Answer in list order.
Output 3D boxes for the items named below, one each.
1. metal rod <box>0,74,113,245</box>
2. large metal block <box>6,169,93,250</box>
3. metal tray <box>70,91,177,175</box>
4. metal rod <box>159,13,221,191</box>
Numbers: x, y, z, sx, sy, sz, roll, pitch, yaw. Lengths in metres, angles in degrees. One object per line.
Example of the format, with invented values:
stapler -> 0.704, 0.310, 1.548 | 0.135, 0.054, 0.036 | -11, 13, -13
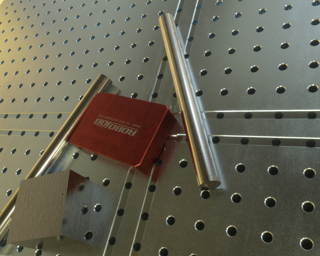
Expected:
metal rod -> -0.164, 0.044, 0.464 | 0.025, 0.025, 0.300 | 22, 73, 35
large metal block -> -0.137, 0.106, 0.397 | 0.080, 0.050, 0.080 | -14, 56, 20
metal tray -> -0.053, 0.003, 0.430 | 0.130, 0.030, 0.090 | 15, 69, 33
metal rod -> 0.032, -0.058, 0.425 | 0.025, 0.025, 0.299 | -21, 54, 15
